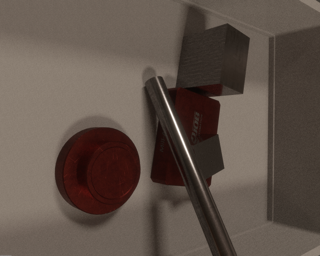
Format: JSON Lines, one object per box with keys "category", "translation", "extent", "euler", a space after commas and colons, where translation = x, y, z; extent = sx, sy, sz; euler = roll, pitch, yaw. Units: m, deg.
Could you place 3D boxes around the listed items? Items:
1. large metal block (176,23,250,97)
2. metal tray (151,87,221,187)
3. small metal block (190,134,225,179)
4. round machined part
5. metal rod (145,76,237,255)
{"category": "large metal block", "translation": [0.073, -0.089, 0.434], "extent": [0.050, 0.080, 0.080], "euler": [15, 81, -40]}
{"category": "metal tray", "translation": [0.039, 0.016, 0.439], "extent": [0.091, 0.030, 0.129], "euler": [13, 82, -40]}
{"category": "small metal block", "translation": [0.058, 0.039, 0.418], "extent": [0.050, 0.025, 0.050], "euler": [-20, 103, -38]}
{"category": "round machined part", "translation": [-0.061, 0.048, 0.346], "extent": [0.099, 0.042, 0.097], "euler": [0, 90, -40]}
{"category": "metal rod", "translation": [0.044, 0.072, 0.361], "extent": [0.025, 0.025, 0.299], "euler": [-7, 68, -40]}
